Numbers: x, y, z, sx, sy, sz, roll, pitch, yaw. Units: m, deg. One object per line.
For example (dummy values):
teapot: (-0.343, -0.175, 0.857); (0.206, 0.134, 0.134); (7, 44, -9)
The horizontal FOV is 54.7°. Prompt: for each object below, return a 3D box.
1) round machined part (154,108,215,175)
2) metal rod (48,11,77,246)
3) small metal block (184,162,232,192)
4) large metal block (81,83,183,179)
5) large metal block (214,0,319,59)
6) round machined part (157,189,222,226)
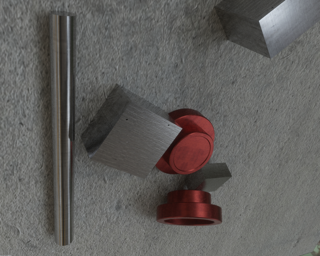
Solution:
round machined part: (0.035, 0.025, 0.431); (0.099, 0.042, 0.097); (-14, 124, -21)
metal rod: (-0.112, 0.023, 0.359); (0.025, 0.025, 0.298); (-6, 121, -26)
small metal block: (0.075, 0.079, 0.484); (0.050, 0.025, 0.050); (0, 143, -30)
large metal block: (-0.035, 0.006, 0.375); (0.080, 0.050, 0.080); (28, 103, -38)
large metal block: (0.125, -0.135, 0.356); (0.080, 0.080, 0.050); (-38, 129, -2)
round machined part: (0.045, 0.122, 0.474); (0.099, 0.042, 0.098); (2, 156, 1)
